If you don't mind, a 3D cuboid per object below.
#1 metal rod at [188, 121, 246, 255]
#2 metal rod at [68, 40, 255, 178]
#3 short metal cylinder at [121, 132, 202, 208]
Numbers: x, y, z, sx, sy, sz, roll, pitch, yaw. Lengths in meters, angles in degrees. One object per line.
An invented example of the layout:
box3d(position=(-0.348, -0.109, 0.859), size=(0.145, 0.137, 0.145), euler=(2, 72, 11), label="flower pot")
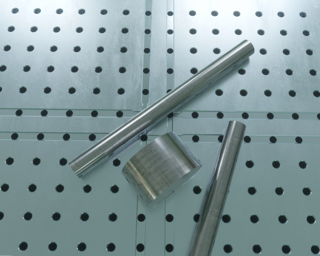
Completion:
box3d(position=(0.053, 0.129, 0.364), size=(0.025, 0.025, 0.300), euler=(18, 71, 6), label="metal rod")
box3d(position=(0.011, -0.033, 0.423), size=(0.301, 0.025, 0.025), euler=(-36, 74, -12), label="metal rod")
box3d(position=(0.002, 0.049, 0.364), size=(0.080, 0.080, 0.050), euler=(-35, 74, -12), label="short metal cylinder")
